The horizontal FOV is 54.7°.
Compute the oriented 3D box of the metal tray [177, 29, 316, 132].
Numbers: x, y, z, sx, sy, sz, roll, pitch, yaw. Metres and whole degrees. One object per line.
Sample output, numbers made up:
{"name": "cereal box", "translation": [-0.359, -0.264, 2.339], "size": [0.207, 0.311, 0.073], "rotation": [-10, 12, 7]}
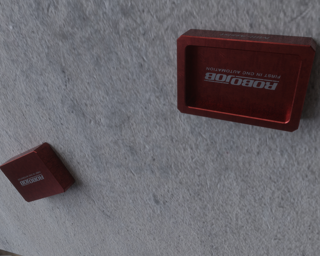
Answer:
{"name": "metal tray", "translation": [0.084, -0.052, 0.326], "size": [0.130, 0.030, 0.089], "rotation": [11, 123, 21]}

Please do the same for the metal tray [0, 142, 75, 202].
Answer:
{"name": "metal tray", "translation": [-0.229, 0.085, 0.574], "size": [0.130, 0.030, 0.090], "rotation": [-21, 108, 35]}
